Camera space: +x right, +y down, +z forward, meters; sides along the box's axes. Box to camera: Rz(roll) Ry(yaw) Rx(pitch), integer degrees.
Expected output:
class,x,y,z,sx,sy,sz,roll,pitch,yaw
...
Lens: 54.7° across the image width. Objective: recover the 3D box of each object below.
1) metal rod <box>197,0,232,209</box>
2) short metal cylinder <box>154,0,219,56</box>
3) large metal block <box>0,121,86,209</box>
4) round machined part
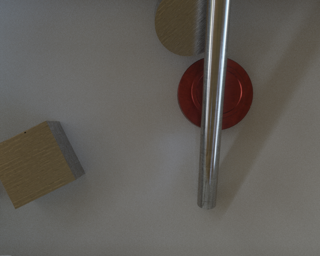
class,x,y,z,sx,sy,sz,roll,pitch,yaw
metal rod,0.062,-0.036,0.357,0.025,0.025,0.298,-1,112,0
short metal cylinder,0.033,-0.135,0.383,0.081,0.050,0.079,-1,119,-2
large metal block,-0.156,0.044,0.397,0.080,0.050,0.080,-26,90,-1
round machined part,0.073,-0.045,0.404,0.099,0.042,0.097,0,90,-1
